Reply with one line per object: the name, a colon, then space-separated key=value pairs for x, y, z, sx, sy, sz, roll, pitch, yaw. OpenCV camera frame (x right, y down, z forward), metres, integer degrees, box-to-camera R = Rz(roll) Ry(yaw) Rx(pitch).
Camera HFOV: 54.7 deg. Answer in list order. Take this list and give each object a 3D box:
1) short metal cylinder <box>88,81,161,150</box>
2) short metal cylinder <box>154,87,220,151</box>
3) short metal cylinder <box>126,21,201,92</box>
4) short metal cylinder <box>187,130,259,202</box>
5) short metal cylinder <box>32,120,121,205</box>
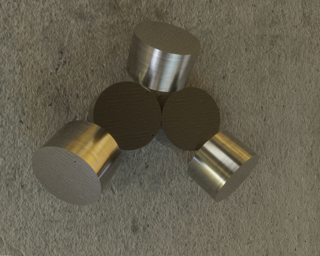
short metal cylinder: x=-0.045 y=-0.014 z=0.380 sx=0.081 sy=0.050 sz=0.080 roll=0 pitch=90 yaw=-20
short metal cylinder: x=0.031 y=-0.011 z=0.408 sx=0.081 sy=0.050 sz=0.080 roll=0 pitch=90 yaw=-20
short metal cylinder: x=0.003 y=-0.088 z=0.376 sx=0.081 sy=0.080 sz=0.050 roll=2 pitch=132 yaw=-20
short metal cylinder: x=0.082 y=0.050 z=0.405 sx=0.080 sy=0.080 sz=0.050 roll=-39 pitch=61 yaw=-16
short metal cylinder: x=-0.090 y=0.038 z=0.341 sx=0.080 sy=0.080 sz=0.050 roll=48 pitch=35 yaw=-14
